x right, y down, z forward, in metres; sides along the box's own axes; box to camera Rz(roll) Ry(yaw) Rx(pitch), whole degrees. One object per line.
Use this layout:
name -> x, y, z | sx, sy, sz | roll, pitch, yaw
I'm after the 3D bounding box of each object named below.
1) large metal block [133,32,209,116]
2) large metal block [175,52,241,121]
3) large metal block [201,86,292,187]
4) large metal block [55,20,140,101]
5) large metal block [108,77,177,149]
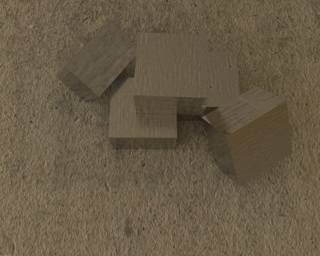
large metal block -> 0.013, -0.062, 0.364 | 0.081, 0.050, 0.080 | 2, 70, 0
large metal block -> 0.060, -0.055, 0.417 | 0.081, 0.050, 0.080 | 0, 70, 0
large metal block -> 0.106, 0.009, 0.371 | 0.080, 0.080, 0.050 | -30, 35, -11
large metal block -> -0.083, -0.084, 0.402 | 0.050, 0.080, 0.080 | 44, 73, -21
large metal block -> -0.020, -0.018, 0.400 | 0.081, 0.050, 0.080 | 0, 70, 0
